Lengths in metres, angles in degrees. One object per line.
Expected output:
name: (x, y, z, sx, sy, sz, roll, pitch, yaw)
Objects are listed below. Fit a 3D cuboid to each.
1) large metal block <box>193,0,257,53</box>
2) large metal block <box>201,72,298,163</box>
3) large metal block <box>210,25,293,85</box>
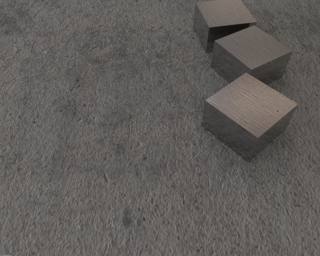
large metal block: (0.109, -0.179, 0.538, 0.081, 0.050, 0.080, -9, 51, -8)
large metal block: (0.113, -0.016, 0.401, 0.080, 0.050, 0.080, -34, 58, -25)
large metal block: (0.138, -0.106, 0.477, 0.081, 0.050, 0.080, -26, 55, -20)
